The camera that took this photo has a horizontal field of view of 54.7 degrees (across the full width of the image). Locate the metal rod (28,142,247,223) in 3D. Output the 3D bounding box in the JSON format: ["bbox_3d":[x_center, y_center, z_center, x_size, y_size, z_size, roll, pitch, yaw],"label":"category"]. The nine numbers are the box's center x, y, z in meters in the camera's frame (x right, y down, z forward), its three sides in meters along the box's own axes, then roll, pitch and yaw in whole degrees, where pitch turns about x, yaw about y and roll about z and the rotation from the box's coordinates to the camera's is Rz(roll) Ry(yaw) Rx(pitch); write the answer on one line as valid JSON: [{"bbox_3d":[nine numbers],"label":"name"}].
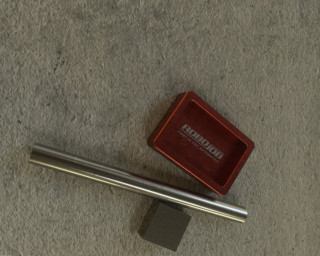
[{"bbox_3d":[-0.013,0.078,0.405,0.302,0.025,0.025,20,83,-19],"label":"metal rod"}]

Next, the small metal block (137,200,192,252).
[{"bbox_3d":[0.006,0.129,0.413,0.050,0.025,0.050,29,80,-18],"label":"small metal block"}]

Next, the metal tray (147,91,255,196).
[{"bbox_3d":[0.059,0.022,0.429,0.130,0.030,0.090,37,78,-17],"label":"metal tray"}]
